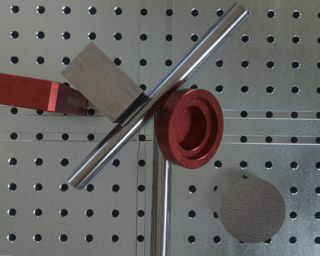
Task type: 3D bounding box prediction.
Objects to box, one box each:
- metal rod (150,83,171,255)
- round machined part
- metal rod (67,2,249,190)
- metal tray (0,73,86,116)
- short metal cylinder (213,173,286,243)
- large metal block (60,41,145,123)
[{"bbox_3d":[0.002,0.090,0.413,0.025,0.025,0.298,2,90,-1],"label":"metal rod"},{"bbox_3d":[0.033,-0.001,0.389,0.099,0.042,0.097,-7,101,-41],"label":"round machined part"},{"bbox_3d":[-0.006,-0.036,0.388,0.025,0.025,0.300,44,94,-1],"label":"metal rod"},{"bbox_3d":[-0.145,-0.037,0.359,0.091,0.130,0.030,9,90,0],"label":"metal tray"},{"bbox_3d":[0.113,0.101,0.403,0.081,0.050,0.079,0,90,-1],"label":"short metal cylinder"},{"bbox_3d":[-0.065,-0.052,0.385,0.080,0.080,0.050,44,90,0],"label":"large metal block"}]
